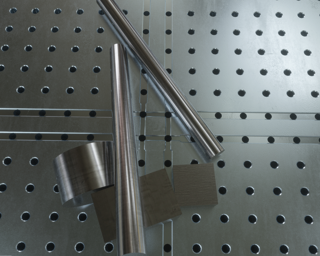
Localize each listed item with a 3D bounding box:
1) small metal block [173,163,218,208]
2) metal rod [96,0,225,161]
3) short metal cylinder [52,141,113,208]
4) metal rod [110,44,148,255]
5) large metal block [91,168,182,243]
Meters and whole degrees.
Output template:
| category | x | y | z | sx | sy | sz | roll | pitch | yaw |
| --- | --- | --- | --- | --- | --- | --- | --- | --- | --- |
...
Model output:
| category | x | y | z | sx | sy | sz | roll | pitch | yaw |
| --- | --- | --- | --- | --- | --- | --- | --- | --- | --- |
| small metal block | 0.042 | 0.072 | 0.386 | 0.050 | 0.025 | 0.050 | -3 | 70 | -2 |
| metal rod | -0.007 | -0.084 | 0.442 | 0.025 | 0.025 | 0.299 | -31 | 73 | -11 |
| short metal cylinder | -0.079 | 0.055 | 0.362 | 0.081 | 0.080 | 0.050 | -18 | 71 | -7 |
| metal rod | -0.042 | -0.003 | 0.354 | 0.025 | 0.025 | 0.300 | -7 | 48 | -3 |
| large metal block | -0.024 | 0.090 | 0.349 | 0.081 | 0.080 | 0.050 | -18 | 71 | -7 |
